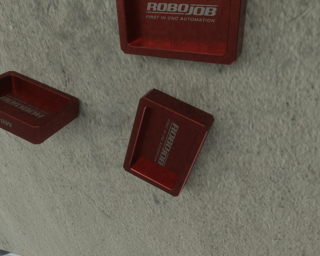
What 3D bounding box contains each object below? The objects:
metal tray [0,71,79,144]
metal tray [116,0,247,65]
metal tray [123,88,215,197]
[{"bbox_3d":[-0.196,-0.034,0.444,0.130,0.090,0.030,23,127,14],"label":"metal tray"},{"bbox_3d":[0.019,-0.119,0.318,0.130,0.030,0.089,11,123,21],"label":"metal tray"},{"bbox_3d":[0.007,0.023,0.412,0.090,0.030,0.129,26,128,11],"label":"metal tray"}]
